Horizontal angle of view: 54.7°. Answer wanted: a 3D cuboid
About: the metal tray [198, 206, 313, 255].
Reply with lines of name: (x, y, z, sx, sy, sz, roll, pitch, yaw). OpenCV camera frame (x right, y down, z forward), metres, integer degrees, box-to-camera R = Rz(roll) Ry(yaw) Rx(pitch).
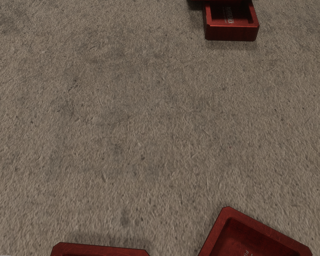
metal tray: (0.071, 0.147, 0.277, 0.090, 0.030, 0.130, 25, 54, 19)

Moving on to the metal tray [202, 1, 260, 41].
metal tray: (0.128, -0.214, 0.581, 0.091, 0.030, 0.130, 2, 50, 1)

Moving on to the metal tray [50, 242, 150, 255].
metal tray: (-0.060, 0.168, 0.257, 0.091, 0.030, 0.130, 4, 50, 3)
